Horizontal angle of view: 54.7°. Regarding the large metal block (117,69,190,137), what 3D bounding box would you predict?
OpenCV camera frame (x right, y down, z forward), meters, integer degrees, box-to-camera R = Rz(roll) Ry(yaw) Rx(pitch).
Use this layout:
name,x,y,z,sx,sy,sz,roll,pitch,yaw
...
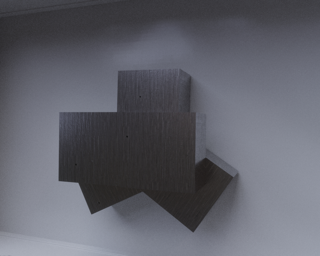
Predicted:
name,x,y,z,sx,sy,sz,roll,pitch,yaw
large metal block,-0.007,-0.031,0.398,0.080,0.050,0.080,2,91,20

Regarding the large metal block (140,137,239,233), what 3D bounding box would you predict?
name,x,y,z,sx,sy,sz,roll,pitch,yaw
large metal block,0.037,0.064,0.381,0.080,0.050,0.080,36,101,17

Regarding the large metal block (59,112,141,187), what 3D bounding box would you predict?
name,x,y,z,sx,sy,sz,roll,pitch,yaw
large metal block,-0.070,0.022,0.367,0.080,0.050,0.080,1,90,20

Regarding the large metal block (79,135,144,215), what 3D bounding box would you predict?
name,x,y,z,sx,sy,sz,roll,pitch,yaw
large metal block,-0.063,0.059,0.418,0.080,0.050,0.080,-27,81,18

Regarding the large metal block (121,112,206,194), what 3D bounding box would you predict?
name,x,y,z,sx,sy,sz,roll,pitch,yaw
large metal block,0.005,0.024,0.339,0.080,0.050,0.080,1,90,20
